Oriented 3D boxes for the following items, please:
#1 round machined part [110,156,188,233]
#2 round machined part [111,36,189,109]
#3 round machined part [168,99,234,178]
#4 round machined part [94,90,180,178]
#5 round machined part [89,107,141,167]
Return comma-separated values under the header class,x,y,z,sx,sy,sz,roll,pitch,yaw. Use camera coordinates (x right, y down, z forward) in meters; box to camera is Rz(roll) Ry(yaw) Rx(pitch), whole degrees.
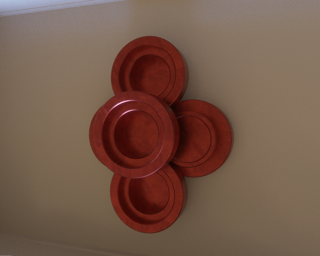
class,x,y,z,sx,sy,sz,roll,pitch,yaw
round machined part,-0.011,0.082,0.402,0.098,0.042,0.097,0,90,19
round machined part,-0.010,-0.065,0.402,0.098,0.042,0.097,0,90,19
round machined part,0.039,0.013,0.384,0.098,0.042,0.097,0,90,19
round machined part,-0.024,0.007,0.362,0.098,0.042,0.097,0,90,19
round machined part,-0.054,0.009,0.418,0.098,0.042,0.097,0,90,19
